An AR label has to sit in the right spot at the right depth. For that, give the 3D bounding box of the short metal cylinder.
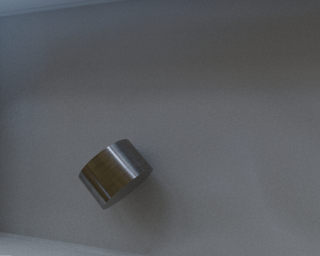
[{"bbox_3d":[-0.056,0.059,0.400,0.080,0.080,0.050,-44,77,14],"label":"short metal cylinder"}]
